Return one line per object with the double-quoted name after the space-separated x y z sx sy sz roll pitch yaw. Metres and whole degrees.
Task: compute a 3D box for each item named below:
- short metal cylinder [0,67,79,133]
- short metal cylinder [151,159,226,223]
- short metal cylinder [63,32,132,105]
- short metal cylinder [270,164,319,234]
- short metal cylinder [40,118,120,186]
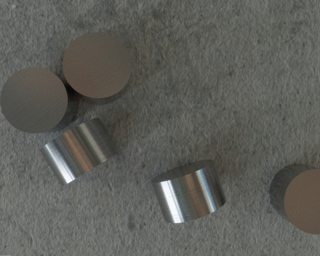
-0.151 -0.033 0.396 0.081 0.050 0.079 0 90 0 "short metal cylinder"
0.035 0.076 0.383 0.080 0.080 0.050 -19 90 0 "short metal cylinder"
-0.077 -0.073 0.391 0.081 0.050 0.080 1 85 -8 "short metal cylinder"
0.190 0.089 0.400 0.081 0.050 0.079 0 90 -1 "short metal cylinder"
-0.097 0.029 0.381 0.080 0.080 0.050 -31 90 0 "short metal cylinder"
